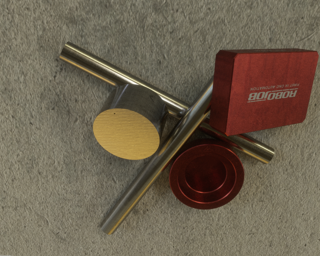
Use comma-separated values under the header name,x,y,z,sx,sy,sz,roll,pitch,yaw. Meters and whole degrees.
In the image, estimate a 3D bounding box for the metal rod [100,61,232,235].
name,x,y,z,sx,sy,sz,roll,pitch,yaw
metal rod,0.003,0.039,0.407,0.025,0.025,0.298,32,113,-11

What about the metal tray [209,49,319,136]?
name,x,y,z,sx,sy,sz,roll,pitch,yaw
metal tray,0.123,-0.045,0.363,0.131,0.030,0.089,-8,113,-27

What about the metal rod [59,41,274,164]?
name,x,y,z,sx,sy,sz,roll,pitch,yaw
metal rod,0.017,-0.028,0.402,0.301,0.025,0.025,27,108,-10

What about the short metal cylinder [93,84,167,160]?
name,x,y,z,sx,sy,sz,roll,pitch,yaw
short metal cylinder,-0.035,-0.007,0.381,0.080,0.050,0.079,7,131,9

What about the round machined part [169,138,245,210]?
name,x,y,z,sx,sy,sz,roll,pitch,yaw
round machined part,0.061,0.059,0.424,0.099,0.042,0.097,0,110,0
